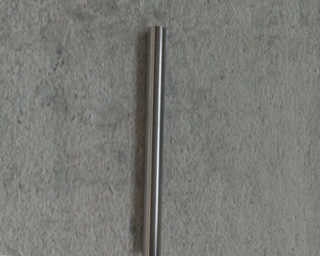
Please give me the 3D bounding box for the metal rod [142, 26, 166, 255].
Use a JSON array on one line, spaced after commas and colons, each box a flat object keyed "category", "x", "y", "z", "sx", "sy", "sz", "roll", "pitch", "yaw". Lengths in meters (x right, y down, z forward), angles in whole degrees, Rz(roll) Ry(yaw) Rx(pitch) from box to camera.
[{"category": "metal rod", "x": -0.008, "y": 0.019, "z": 0.407, "sx": 0.025, "sy": 0.025, "sz": 0.298, "roll": 2, "pitch": 90, "yaw": -20}]
